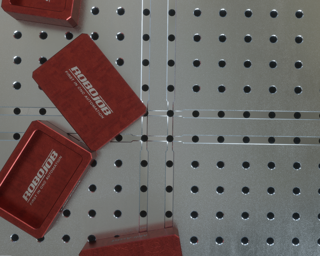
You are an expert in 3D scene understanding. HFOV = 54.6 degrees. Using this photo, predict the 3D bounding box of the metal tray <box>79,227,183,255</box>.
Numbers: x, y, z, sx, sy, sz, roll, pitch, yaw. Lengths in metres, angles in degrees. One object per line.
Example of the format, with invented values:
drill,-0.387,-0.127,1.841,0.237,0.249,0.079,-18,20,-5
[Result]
metal tray,-0.033,0.190,0.411,0.131,0.030,0.090,-10,90,0

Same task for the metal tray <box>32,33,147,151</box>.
metal tray,-0.091,-0.046,0.410,0.090,0.030,0.130,-38,90,0

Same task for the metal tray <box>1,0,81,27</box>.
metal tray,-0.149,-0.207,0.409,0.090,0.030,0.129,8,90,0

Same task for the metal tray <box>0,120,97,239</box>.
metal tray,-0.157,0.066,0.409,0.090,0.030,0.130,32,90,0
